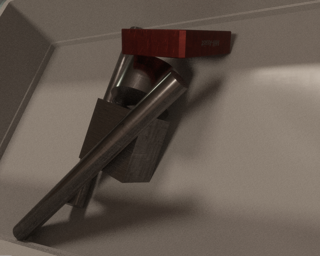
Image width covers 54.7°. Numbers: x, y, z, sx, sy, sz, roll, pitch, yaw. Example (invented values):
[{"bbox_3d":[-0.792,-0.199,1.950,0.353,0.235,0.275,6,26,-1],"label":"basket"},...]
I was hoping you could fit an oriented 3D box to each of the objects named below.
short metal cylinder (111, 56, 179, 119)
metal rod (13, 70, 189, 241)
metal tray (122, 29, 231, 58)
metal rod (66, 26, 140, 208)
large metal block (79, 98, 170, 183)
[{"bbox_3d":[-0.017,-0.053,0.411,0.080,0.080,0.050,10,67,32],"label":"short metal cylinder"},{"bbox_3d":[-0.083,0.046,0.360,0.299,0.025,0.025,-43,49,22],"label":"metal rod"},{"bbox_3d":[0.025,-0.112,0.401,0.090,0.131,0.030,13,111,33],"label":"metal tray"},{"bbox_3d":[-0.076,-0.031,0.462,0.025,0.025,0.300,1,62,28],"label":"metal rod"},{"bbox_3d":[-0.045,0.015,0.386,0.080,0.050,0.080,22,95,35],"label":"large metal block"}]
